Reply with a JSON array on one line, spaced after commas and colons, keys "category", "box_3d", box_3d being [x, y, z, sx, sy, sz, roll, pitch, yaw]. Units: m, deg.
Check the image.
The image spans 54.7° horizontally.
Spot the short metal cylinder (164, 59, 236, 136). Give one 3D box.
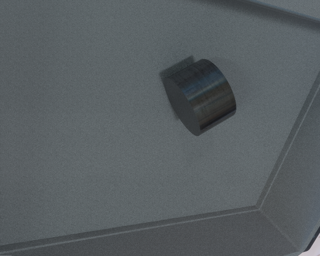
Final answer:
[{"category": "short metal cylinder", "box_3d": [0.048, -0.037, 0.378, 0.050, 0.080, 0.080, -30, 129, -10]}]
